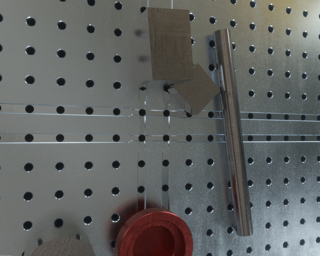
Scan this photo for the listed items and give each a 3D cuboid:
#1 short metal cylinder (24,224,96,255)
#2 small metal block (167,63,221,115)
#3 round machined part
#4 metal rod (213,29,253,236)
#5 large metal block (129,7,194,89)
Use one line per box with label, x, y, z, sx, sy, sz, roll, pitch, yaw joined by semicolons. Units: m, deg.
short metal cylinder;-0.116;0.158;0.357;0.081;0.050;0.079;0;90;-21
small metal block;0.047;-0.053;0.431;0.050;0.025;0.050;-46;105;-14
round machined part;-0.010;0.152;0.401;0.099;0.042;0.097;0;90;-21
metal rod;0.107;0.008;0.453;0.025;0.025;0.298;-8;93;-20
large metal block;-0.001;-0.094;0.384;0.050;0.080;0.079;-5;92;-20
